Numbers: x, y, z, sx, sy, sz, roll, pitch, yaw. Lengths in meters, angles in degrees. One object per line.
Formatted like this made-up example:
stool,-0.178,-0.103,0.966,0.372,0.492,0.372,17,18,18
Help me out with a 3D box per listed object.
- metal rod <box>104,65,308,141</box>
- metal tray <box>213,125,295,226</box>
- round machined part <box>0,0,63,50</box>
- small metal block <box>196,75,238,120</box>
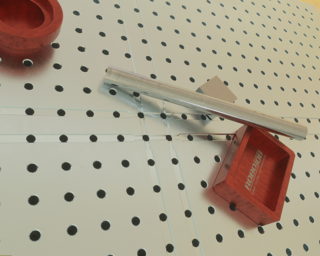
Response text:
metal rod,0.071,-0.032,0.441,0.302,0.025,0.025,16,55,-10
metal tray,0.140,0.060,0.445,0.090,0.030,0.130,37,51,-4
round machined part,-0.175,-0.137,0.387,0.099,0.042,0.098,14,56,-21
small metal block,0.086,-0.048,0.486,0.050,0.025,0.050,49,51,6
